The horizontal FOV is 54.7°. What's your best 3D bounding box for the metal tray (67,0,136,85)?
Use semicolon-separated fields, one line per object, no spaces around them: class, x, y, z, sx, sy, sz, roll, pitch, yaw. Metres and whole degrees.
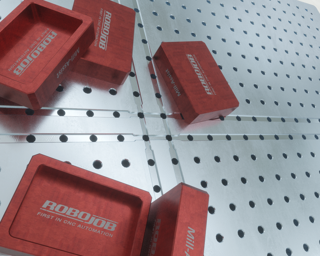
metal tray;-0.085;-0.131;0.440;0.091;0.030;0.130;14;56;-21

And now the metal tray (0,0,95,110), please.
metal tray;-0.145;-0.090;0.355;0.090;0.030;0.130;22;59;7

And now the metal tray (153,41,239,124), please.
metal tray;0.056;-0.075;0.483;0.091;0.030;0.130;-12;68;-34

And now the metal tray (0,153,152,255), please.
metal tray;-0.080;0.090;0.307;0.131;0.030;0.090;23;53;-15

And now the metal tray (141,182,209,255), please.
metal tray;0.005;0.127;0.292;0.030;0.090;0.130;24;53;-15
